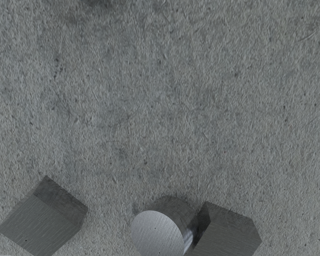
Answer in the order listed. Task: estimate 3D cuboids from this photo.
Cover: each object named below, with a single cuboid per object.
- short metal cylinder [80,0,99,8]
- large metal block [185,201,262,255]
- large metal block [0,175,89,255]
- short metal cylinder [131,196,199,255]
[{"bbox_3d":[-0.085,-0.171,0.317,0.080,0.080,0.050,39,105,-13],"label":"short metal cylinder"},{"bbox_3d":[0.088,0.167,0.459,0.080,0.050,0.080,23,108,-9],"label":"large metal block"},{"bbox_3d":[-0.165,0.129,0.442,0.080,0.050,0.080,-43,105,14],"label":"large metal block"},{"bbox_3d":[0.007,0.142,0.431,0.080,0.050,0.079,6,104,27],"label":"short metal cylinder"}]
